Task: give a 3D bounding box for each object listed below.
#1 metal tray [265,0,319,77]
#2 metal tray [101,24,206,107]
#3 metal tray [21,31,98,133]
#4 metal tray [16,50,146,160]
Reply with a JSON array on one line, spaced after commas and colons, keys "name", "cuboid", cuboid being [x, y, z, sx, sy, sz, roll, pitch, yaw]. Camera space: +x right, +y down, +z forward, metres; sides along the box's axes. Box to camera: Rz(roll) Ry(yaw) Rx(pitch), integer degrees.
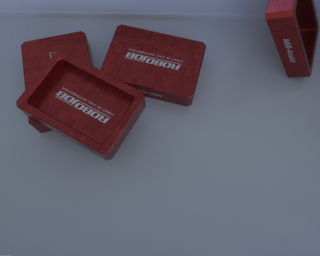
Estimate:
[{"name": "metal tray", "cuboid": [0.178, -0.138, 0.407, 0.030, 0.130, 0.090, 4, 67, 36]}, {"name": "metal tray", "cuboid": [-0.009, -0.090, 0.440, 0.131, 0.030, 0.090, 14, 70, 5]}, {"name": "metal tray", "cuboid": [-0.137, -0.066, 0.430, 0.091, 0.030, 0.130, -13, 71, -5]}, {"name": "metal tray", "cuboid": [-0.095, -0.030, 0.384, 0.130, 0.030, 0.090, 28, 72, 9]}]
